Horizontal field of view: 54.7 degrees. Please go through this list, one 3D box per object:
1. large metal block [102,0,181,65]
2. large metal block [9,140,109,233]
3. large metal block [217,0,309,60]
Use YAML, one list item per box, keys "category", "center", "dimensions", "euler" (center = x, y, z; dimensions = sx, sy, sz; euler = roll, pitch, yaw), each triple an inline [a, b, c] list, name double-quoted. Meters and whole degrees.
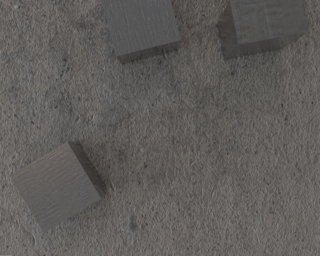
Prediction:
- category: "large metal block"
  center: [-0.023, -0.135, 0.397]
  dimensions: [0.080, 0.050, 0.080]
  euler: [-14, 90, 0]
- category: "large metal block"
  center: [-0.125, 0.071, 0.396]
  dimensions: [0.080, 0.050, 0.080]
  euler: [-31, 90, 0]
- category: "large metal block"
  center: [0.122, -0.124, 0.383]
  dimensions: [0.080, 0.080, 0.050]
  euler: [-11, 90, 0]
